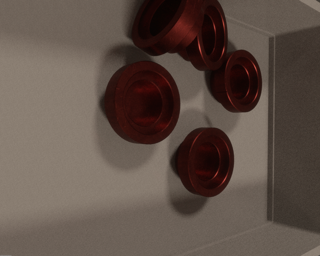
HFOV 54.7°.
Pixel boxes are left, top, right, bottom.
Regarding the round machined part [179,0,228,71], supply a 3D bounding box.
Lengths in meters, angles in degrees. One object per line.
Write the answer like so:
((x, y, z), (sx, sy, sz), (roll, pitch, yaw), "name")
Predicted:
((0.057, -0.129, 0.434), (0.099, 0.042, 0.097), (-8, 99, -56), "round machined part")

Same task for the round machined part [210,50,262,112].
((0.118, -0.073, 0.498), (0.099, 0.042, 0.097), (0, 90, -40), "round machined part")

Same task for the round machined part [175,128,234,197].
((0.061, 0.048, 0.449), (0.099, 0.042, 0.097), (0, 90, -40), "round machined part")

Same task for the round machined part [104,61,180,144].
((-0.025, -0.030, 0.377), (0.099, 0.042, 0.097), (0, 90, -40), "round machined part")

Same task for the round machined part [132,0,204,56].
((0.014, -0.130, 0.372), (0.042, 0.098, 0.098), (26, 74, -37), "round machined part")
